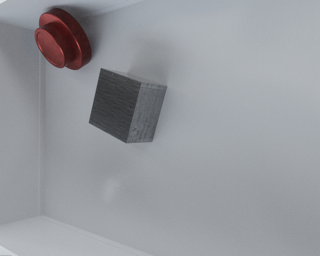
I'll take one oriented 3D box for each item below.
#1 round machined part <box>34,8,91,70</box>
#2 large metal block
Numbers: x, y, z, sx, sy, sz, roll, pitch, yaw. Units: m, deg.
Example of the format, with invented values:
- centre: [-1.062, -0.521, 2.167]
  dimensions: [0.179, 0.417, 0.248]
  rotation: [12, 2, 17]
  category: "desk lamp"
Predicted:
- centre: [-0.159, -0.134, 0.492]
  dimensions: [0.098, 0.042, 0.097]
  rotation: [30, 145, 24]
  category: "round machined part"
- centre: [-0.046, -0.031, 0.426]
  dimensions: [0.080, 0.050, 0.079]
  rotation: [25, 105, 37]
  category: "large metal block"
